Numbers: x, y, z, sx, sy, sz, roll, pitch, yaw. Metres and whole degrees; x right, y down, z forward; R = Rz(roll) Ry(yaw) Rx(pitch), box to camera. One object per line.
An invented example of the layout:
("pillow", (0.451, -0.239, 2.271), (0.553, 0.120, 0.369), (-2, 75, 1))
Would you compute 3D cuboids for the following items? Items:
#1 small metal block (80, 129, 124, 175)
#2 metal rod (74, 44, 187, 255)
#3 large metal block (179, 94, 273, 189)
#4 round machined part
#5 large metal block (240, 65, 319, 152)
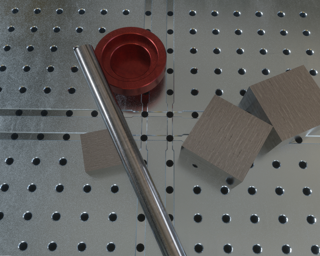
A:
("small metal block", (-0.072, 0.030, 0.400), (0.050, 0.025, 0.050), (-12, 71, -4))
("metal rod", (-0.036, 0.033, 0.375), (0.025, 0.025, 0.299), (-24, 81, -8))
("large metal block", (0.081, 0.018, 0.392), (0.080, 0.050, 0.080), (31, 73, 10))
("round machined part", (-0.040, -0.089, 0.435), (0.099, 0.042, 0.098), (0, 70, 0))
("large metal block", (0.166, -0.025, 0.409), (0.080, 0.050, 0.080), (-22, 72, -8))
